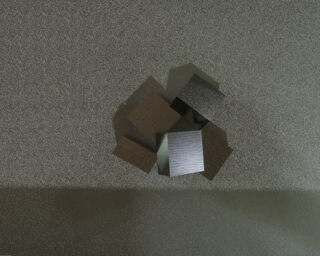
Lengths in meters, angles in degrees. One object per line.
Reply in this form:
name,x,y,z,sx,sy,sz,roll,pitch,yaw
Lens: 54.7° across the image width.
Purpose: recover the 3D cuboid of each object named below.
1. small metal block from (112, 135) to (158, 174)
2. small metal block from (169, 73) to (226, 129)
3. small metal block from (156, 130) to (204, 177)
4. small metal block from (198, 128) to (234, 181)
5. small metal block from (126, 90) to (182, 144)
small metal block,-0.029,0.032,0.396,0.050,0.050,0.025,29,90,-1
small metal block,0.049,-0.035,0.399,0.050,0.025,0.050,37,57,-1
small metal block,0.024,0.029,0.374,0.050,0.025,0.050,-4,90,-33
small metal block,0.060,0.034,0.410,0.050,0.025,0.050,35,90,-1
small metal block,-0.008,-0.014,0.409,0.050,0.025,0.050,44,90,-1
